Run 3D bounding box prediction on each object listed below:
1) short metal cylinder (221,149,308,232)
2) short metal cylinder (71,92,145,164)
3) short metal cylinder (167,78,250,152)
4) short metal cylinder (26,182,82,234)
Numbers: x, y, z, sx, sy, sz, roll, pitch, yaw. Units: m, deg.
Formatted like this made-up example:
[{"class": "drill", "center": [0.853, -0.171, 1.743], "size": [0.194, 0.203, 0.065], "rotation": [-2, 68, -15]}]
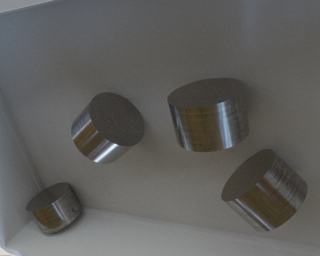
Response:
[{"class": "short metal cylinder", "center": [0.117, 0.070, 0.354], "size": [0.050, 0.080, 0.080], "rotation": [43, 129, -2]}, {"class": "short metal cylinder", "center": [-0.068, 0.000, 0.407], "size": [0.080, 0.080, 0.050], "rotation": [47, 129, -5]}, {"class": "short metal cylinder", "center": [0.053, -0.016, 0.335], "size": [0.080, 0.080, 0.050], "rotation": [0, 118, 28]}, {"class": "short metal cylinder", "center": [-0.191, 0.143, 0.559], "size": [0.080, 0.080, 0.050], "rotation": [-11, 113, 32]}]
